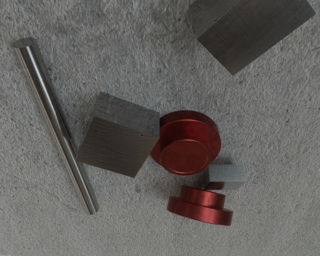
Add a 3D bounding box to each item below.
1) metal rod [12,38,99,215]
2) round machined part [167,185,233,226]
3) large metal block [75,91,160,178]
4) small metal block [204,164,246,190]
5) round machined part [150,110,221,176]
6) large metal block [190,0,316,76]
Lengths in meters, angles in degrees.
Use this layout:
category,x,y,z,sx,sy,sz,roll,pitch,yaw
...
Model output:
category,x,y,z,sx,sy,sz,roll,pitch,yaw
metal rod,-0.129,0.022,0.424,0.025,0.025,0.298,-4,130,3
round machined part,0.063,0.115,0.473,0.099,0.042,0.098,13,171,2
large metal block,-0.054,0.011,0.399,0.080,0.050,0.079,19,127,-16
small metal block,0.094,0.074,0.458,0.050,0.025,0.050,0,155,-1
round machined part,0.034,0.027,0.419,0.099,0.042,0.097,0,130,0
large metal block,0.077,-0.107,0.280,0.080,0.080,0.050,-37,121,27
